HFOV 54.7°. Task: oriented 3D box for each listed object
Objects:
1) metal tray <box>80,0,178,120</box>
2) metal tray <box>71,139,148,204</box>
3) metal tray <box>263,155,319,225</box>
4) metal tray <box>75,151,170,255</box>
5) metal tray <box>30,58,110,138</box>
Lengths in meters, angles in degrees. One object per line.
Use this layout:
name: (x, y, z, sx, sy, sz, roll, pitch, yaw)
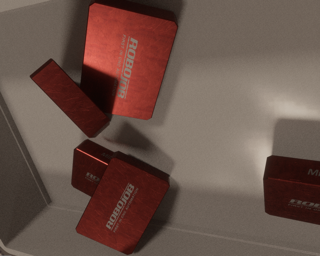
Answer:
metal tray: (-0.040, -0.074, 0.355, 0.091, 0.030, 0.129, 10, 127, -10)
metal tray: (-0.077, 0.084, 0.496, 0.130, 0.030, 0.089, 25, 127, 12)
metal tray: (0.183, 0.074, 0.335, 0.130, 0.030, 0.090, 6, 143, 25)
metal tray: (-0.054, 0.110, 0.452, 0.090, 0.030, 0.129, 27, 101, -6)
metal tray: (-0.105, -0.030, 0.388, 0.090, 0.030, 0.130, 47, 172, -5)
